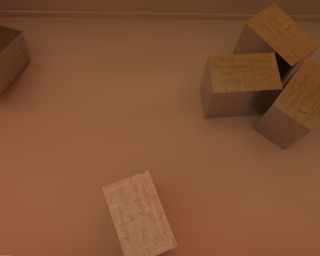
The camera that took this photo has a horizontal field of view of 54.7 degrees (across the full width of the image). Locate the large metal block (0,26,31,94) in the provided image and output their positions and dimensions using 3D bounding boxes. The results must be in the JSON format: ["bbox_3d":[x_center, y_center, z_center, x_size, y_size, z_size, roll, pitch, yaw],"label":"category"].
[{"bbox_3d":[-0.238,-0.097,0.416,0.080,0.050,0.080,16,50,5],"label":"large metal block"}]

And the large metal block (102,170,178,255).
[{"bbox_3d":[-0.021,0.101,0.343,0.050,0.080,0.080,-20,72,-7],"label":"large metal block"}]

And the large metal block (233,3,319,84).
[{"bbox_3d":[0.151,-0.104,0.420,0.050,0.080,0.080,-36,74,-12],"label":"large metal block"}]

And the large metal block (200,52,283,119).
[{"bbox_3d":[0.100,-0.052,0.401,0.081,0.080,0.050,-4,70,-2],"label":"large metal block"}]

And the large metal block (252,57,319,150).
[{"bbox_3d":[0.171,-0.027,0.393,0.050,0.080,0.080,37,74,12],"label":"large metal block"}]
